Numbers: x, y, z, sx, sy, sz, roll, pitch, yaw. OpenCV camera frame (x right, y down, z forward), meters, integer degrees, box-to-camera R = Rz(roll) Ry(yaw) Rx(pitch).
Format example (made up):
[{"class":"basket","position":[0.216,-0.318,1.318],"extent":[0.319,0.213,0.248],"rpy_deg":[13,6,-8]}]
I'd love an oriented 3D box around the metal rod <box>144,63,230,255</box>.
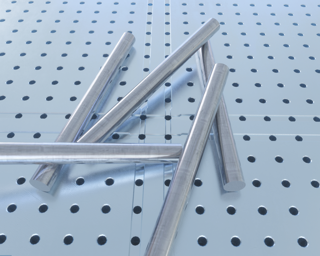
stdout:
[{"class":"metal rod","position":[0.036,0.034,0.360],"extent":[0.025,0.025,0.300],"rpy_deg":[16,57,12]}]

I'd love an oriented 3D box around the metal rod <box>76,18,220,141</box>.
[{"class":"metal rod","position":[-0.004,-0.073,0.450],"extent":[0.025,0.025,0.301],"rpy_deg":[31,62,23]}]

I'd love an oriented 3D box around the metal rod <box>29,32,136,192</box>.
[{"class":"metal rod","position":[-0.095,-0.045,0.444],"extent":[0.025,0.025,0.300],"rpy_deg":[13,51,10]}]

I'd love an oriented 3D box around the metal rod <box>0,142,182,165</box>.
[{"class":"metal rod","position":[-0.123,0.028,0.348],"extent":[0.302,0.025,0.025],"rpy_deg":[1,49,-13]}]

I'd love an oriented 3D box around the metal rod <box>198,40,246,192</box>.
[{"class":"metal rod","position":[0.079,-0.048,0.449],"extent":[0.025,0.025,0.300],"rpy_deg":[-2,50,-2]}]
